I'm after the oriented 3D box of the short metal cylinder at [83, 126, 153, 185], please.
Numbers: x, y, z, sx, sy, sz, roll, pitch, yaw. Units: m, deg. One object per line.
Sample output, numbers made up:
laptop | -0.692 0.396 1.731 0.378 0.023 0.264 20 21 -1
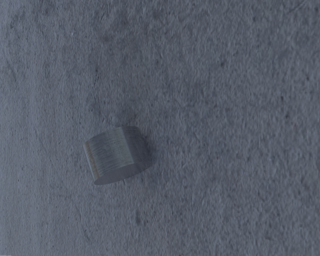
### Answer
short metal cylinder | -0.056 0.038 0.413 0.080 0.081 0.050 -34 69 34
